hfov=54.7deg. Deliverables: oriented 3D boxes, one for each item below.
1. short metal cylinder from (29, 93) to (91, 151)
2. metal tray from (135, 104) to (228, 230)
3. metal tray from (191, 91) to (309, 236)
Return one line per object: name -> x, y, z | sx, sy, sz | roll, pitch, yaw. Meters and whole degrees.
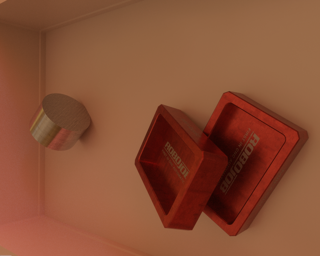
short metal cylinder -> -0.161, -0.010, 0.501 | 0.050, 0.081, 0.080 | -47, 62, 30
metal tray -> 0.015, 0.038, 0.350 | 0.089, 0.030, 0.130 | -66, 27, 17
metal tray -> 0.082, 0.037, 0.334 | 0.090, 0.030, 0.129 | 38, 113, 33
